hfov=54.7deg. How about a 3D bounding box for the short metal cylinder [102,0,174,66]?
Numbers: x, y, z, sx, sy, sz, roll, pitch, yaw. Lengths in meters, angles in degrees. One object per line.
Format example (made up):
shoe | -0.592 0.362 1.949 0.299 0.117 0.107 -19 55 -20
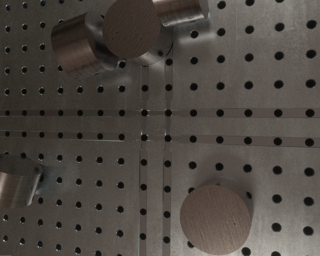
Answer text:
short metal cylinder | -0.028 -0.126 0.408 0.080 0.050 0.079 0 90 19

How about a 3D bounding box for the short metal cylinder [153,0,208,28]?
short metal cylinder | 0.025 -0.167 0.374 0.050 0.080 0.080 -6 88 20

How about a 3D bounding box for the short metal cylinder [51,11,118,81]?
short metal cylinder | -0.099 -0.109 0.417 0.050 0.080 0.080 -14 86 19

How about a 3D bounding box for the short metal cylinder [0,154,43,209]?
short metal cylinder | -0.223 0.077 0.460 0.080 0.080 0.050 22 97 18

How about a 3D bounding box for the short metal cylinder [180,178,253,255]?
short metal cylinder | 0.070 0.104 0.374 0.080 0.050 0.079 0 90 19
